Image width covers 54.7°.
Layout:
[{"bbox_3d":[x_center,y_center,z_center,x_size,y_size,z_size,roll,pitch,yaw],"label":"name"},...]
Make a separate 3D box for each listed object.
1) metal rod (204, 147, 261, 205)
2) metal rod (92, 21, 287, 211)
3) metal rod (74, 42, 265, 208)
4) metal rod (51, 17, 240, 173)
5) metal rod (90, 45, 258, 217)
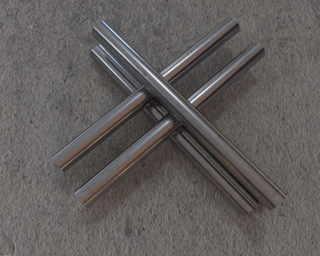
[{"bbox_3d":[0.030,-0.019,0.417,0.025,0.025,0.300,-40,75,-13],"label":"metal rod"},{"bbox_3d":[0.023,-0.025,0.365,0.025,0.025,0.300,-41,75,-14],"label":"metal rod"},{"bbox_3d":[0.022,-0.013,0.388,0.301,0.025,0.025,-40,75,-14],"label":"metal rod"},{"bbox_3d":[-0.009,-0.051,0.401,0.301,0.025,0.025,-40,75,-14],"label":"metal rod"},{"bbox_3d":[0.009,-0.006,0.411,0.025,0.025,0.300,-40,75,-13],"label":"metal rod"}]
